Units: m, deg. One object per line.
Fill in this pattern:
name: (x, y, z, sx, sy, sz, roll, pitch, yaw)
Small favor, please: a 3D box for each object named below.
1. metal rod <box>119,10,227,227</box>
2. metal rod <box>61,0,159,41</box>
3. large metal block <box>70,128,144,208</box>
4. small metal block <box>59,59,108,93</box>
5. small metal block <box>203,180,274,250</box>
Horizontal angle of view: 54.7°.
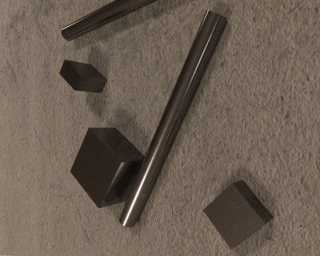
metal rod: (0.009, 0.002, 0.395, 0.025, 0.025, 0.298, 35, 111, 34)
metal rod: (-0.043, -0.176, 0.438, 0.300, 0.025, 0.025, -7, 86, 39)
large metal block: (-0.076, 0.055, 0.449, 0.080, 0.050, 0.079, 41, 115, 32)
small metal block: (-0.120, -0.080, 0.485, 0.050, 0.050, 0.025, 43, 116, 31)
small metal block: (0.084, 0.093, 0.335, 0.050, 0.025, 0.050, -51, 60, 27)
